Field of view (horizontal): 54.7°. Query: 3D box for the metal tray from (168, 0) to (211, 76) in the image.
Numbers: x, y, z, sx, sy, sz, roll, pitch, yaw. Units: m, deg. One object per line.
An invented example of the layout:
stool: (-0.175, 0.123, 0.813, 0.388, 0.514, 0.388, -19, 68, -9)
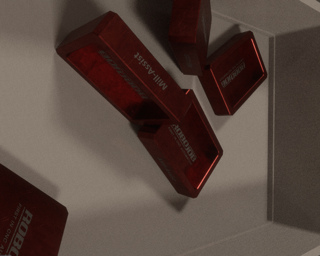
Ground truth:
metal tray: (0.042, -0.128, 0.393, 0.130, 0.030, 0.090, 32, 66, -76)

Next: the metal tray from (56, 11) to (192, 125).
metal tray: (-0.037, -0.054, 0.334, 0.130, 0.090, 0.030, 45, 63, -31)

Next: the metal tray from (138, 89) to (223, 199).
metal tray: (0.034, 0.022, 0.421, 0.090, 0.030, 0.130, -53, 129, -27)

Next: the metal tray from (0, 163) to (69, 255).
metal tray: (-0.129, 0.101, 0.247, 0.090, 0.030, 0.130, 47, 23, -30)

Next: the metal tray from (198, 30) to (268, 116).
metal tray: (0.122, -0.091, 0.508, 0.131, 0.030, 0.090, -43, 116, -32)
